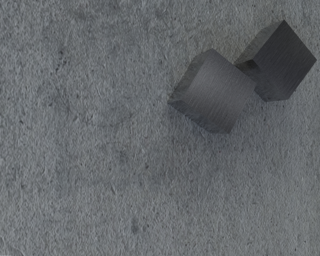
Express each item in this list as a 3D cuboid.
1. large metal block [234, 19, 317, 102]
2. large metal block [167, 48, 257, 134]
[{"bbox_3d":[0.168,-0.096,0.457,0.080,0.050,0.080,43,77,-15],"label":"large metal block"},{"bbox_3d":[0.070,-0.047,0.421,0.080,0.050,0.080,34,79,-17],"label":"large metal block"}]
